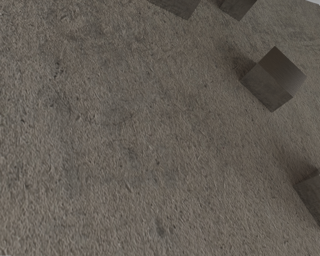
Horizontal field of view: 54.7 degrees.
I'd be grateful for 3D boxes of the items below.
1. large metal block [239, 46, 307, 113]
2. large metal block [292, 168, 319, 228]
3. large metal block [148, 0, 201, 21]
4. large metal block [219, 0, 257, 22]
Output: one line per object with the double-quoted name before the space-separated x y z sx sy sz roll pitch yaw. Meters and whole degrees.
"large metal block" 0.201 -0.087 0.549 0.080 0.050 0.080 45 51 3
"large metal block" 0.264 0.101 0.468 0.081 0.050 0.080 -18 72 -35
"large metal block" 0.030 -0.254 0.558 0.080 0.050 0.080 20 54 -17
"large metal block" 0.171 -0.281 0.631 0.050 0.080 0.080 29 52 -10
